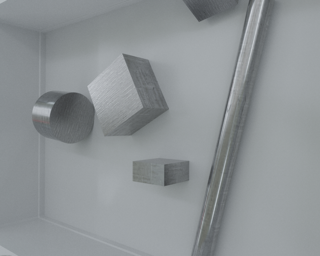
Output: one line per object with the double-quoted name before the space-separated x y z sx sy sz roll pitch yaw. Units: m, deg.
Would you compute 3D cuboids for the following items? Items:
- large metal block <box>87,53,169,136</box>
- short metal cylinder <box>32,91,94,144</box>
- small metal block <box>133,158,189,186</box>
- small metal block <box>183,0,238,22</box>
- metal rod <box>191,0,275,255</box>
"large metal block" -0.046 -0.042 0.426 0.080 0.050 0.080 -34 69 34
"short metal cylinder" -0.153 -0.018 0.494 0.050 0.081 0.079 10 96 39
"small metal block" 0.002 0.054 0.387 0.050 0.050 0.025 1 91 39
"small metal block" 0.053 -0.153 0.342 0.050 0.050 0.025 -13 51 39
"metal rod" 0.077 0.009 0.341 0.025 0.025 0.298 18 101 38
